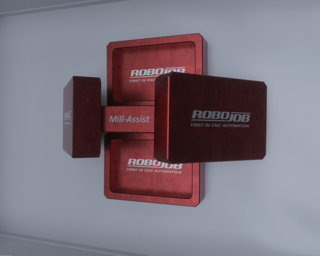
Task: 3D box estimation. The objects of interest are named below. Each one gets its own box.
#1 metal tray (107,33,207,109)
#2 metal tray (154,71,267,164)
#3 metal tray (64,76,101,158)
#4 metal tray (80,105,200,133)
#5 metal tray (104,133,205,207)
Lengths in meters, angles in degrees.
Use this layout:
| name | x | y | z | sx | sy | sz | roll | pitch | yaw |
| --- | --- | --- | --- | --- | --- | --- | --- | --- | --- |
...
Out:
| name | x | y | z | sx | sy | sz | roll | pitch | yaw |
| --- | --- | --- | --- | --- | --- | --- | --- | --- | --- |
| metal tray | -0.005 | -0.070 | 0.408 | 0.130 | 0.030 | 0.089 | 0 | 90 | 19 |
| metal tray | 0.059 | -0.009 | 0.339 | 0.030 | 0.131 | 0.089 | 1 | 90 | 62 |
| metal tray | -0.103 | -0.012 | 0.396 | 0.030 | 0.130 | 0.089 | 1 | 90 | -22 |
| metal tray | -0.019 | -0.010 | 0.381 | 0.130 | 0.090 | 0.030 | 1 | 90 | 19 |
| metal tray | -0.009 | 0.050 | 0.407 | 0.130 | 0.030 | 0.089 | 1 | 90 | 19 |
